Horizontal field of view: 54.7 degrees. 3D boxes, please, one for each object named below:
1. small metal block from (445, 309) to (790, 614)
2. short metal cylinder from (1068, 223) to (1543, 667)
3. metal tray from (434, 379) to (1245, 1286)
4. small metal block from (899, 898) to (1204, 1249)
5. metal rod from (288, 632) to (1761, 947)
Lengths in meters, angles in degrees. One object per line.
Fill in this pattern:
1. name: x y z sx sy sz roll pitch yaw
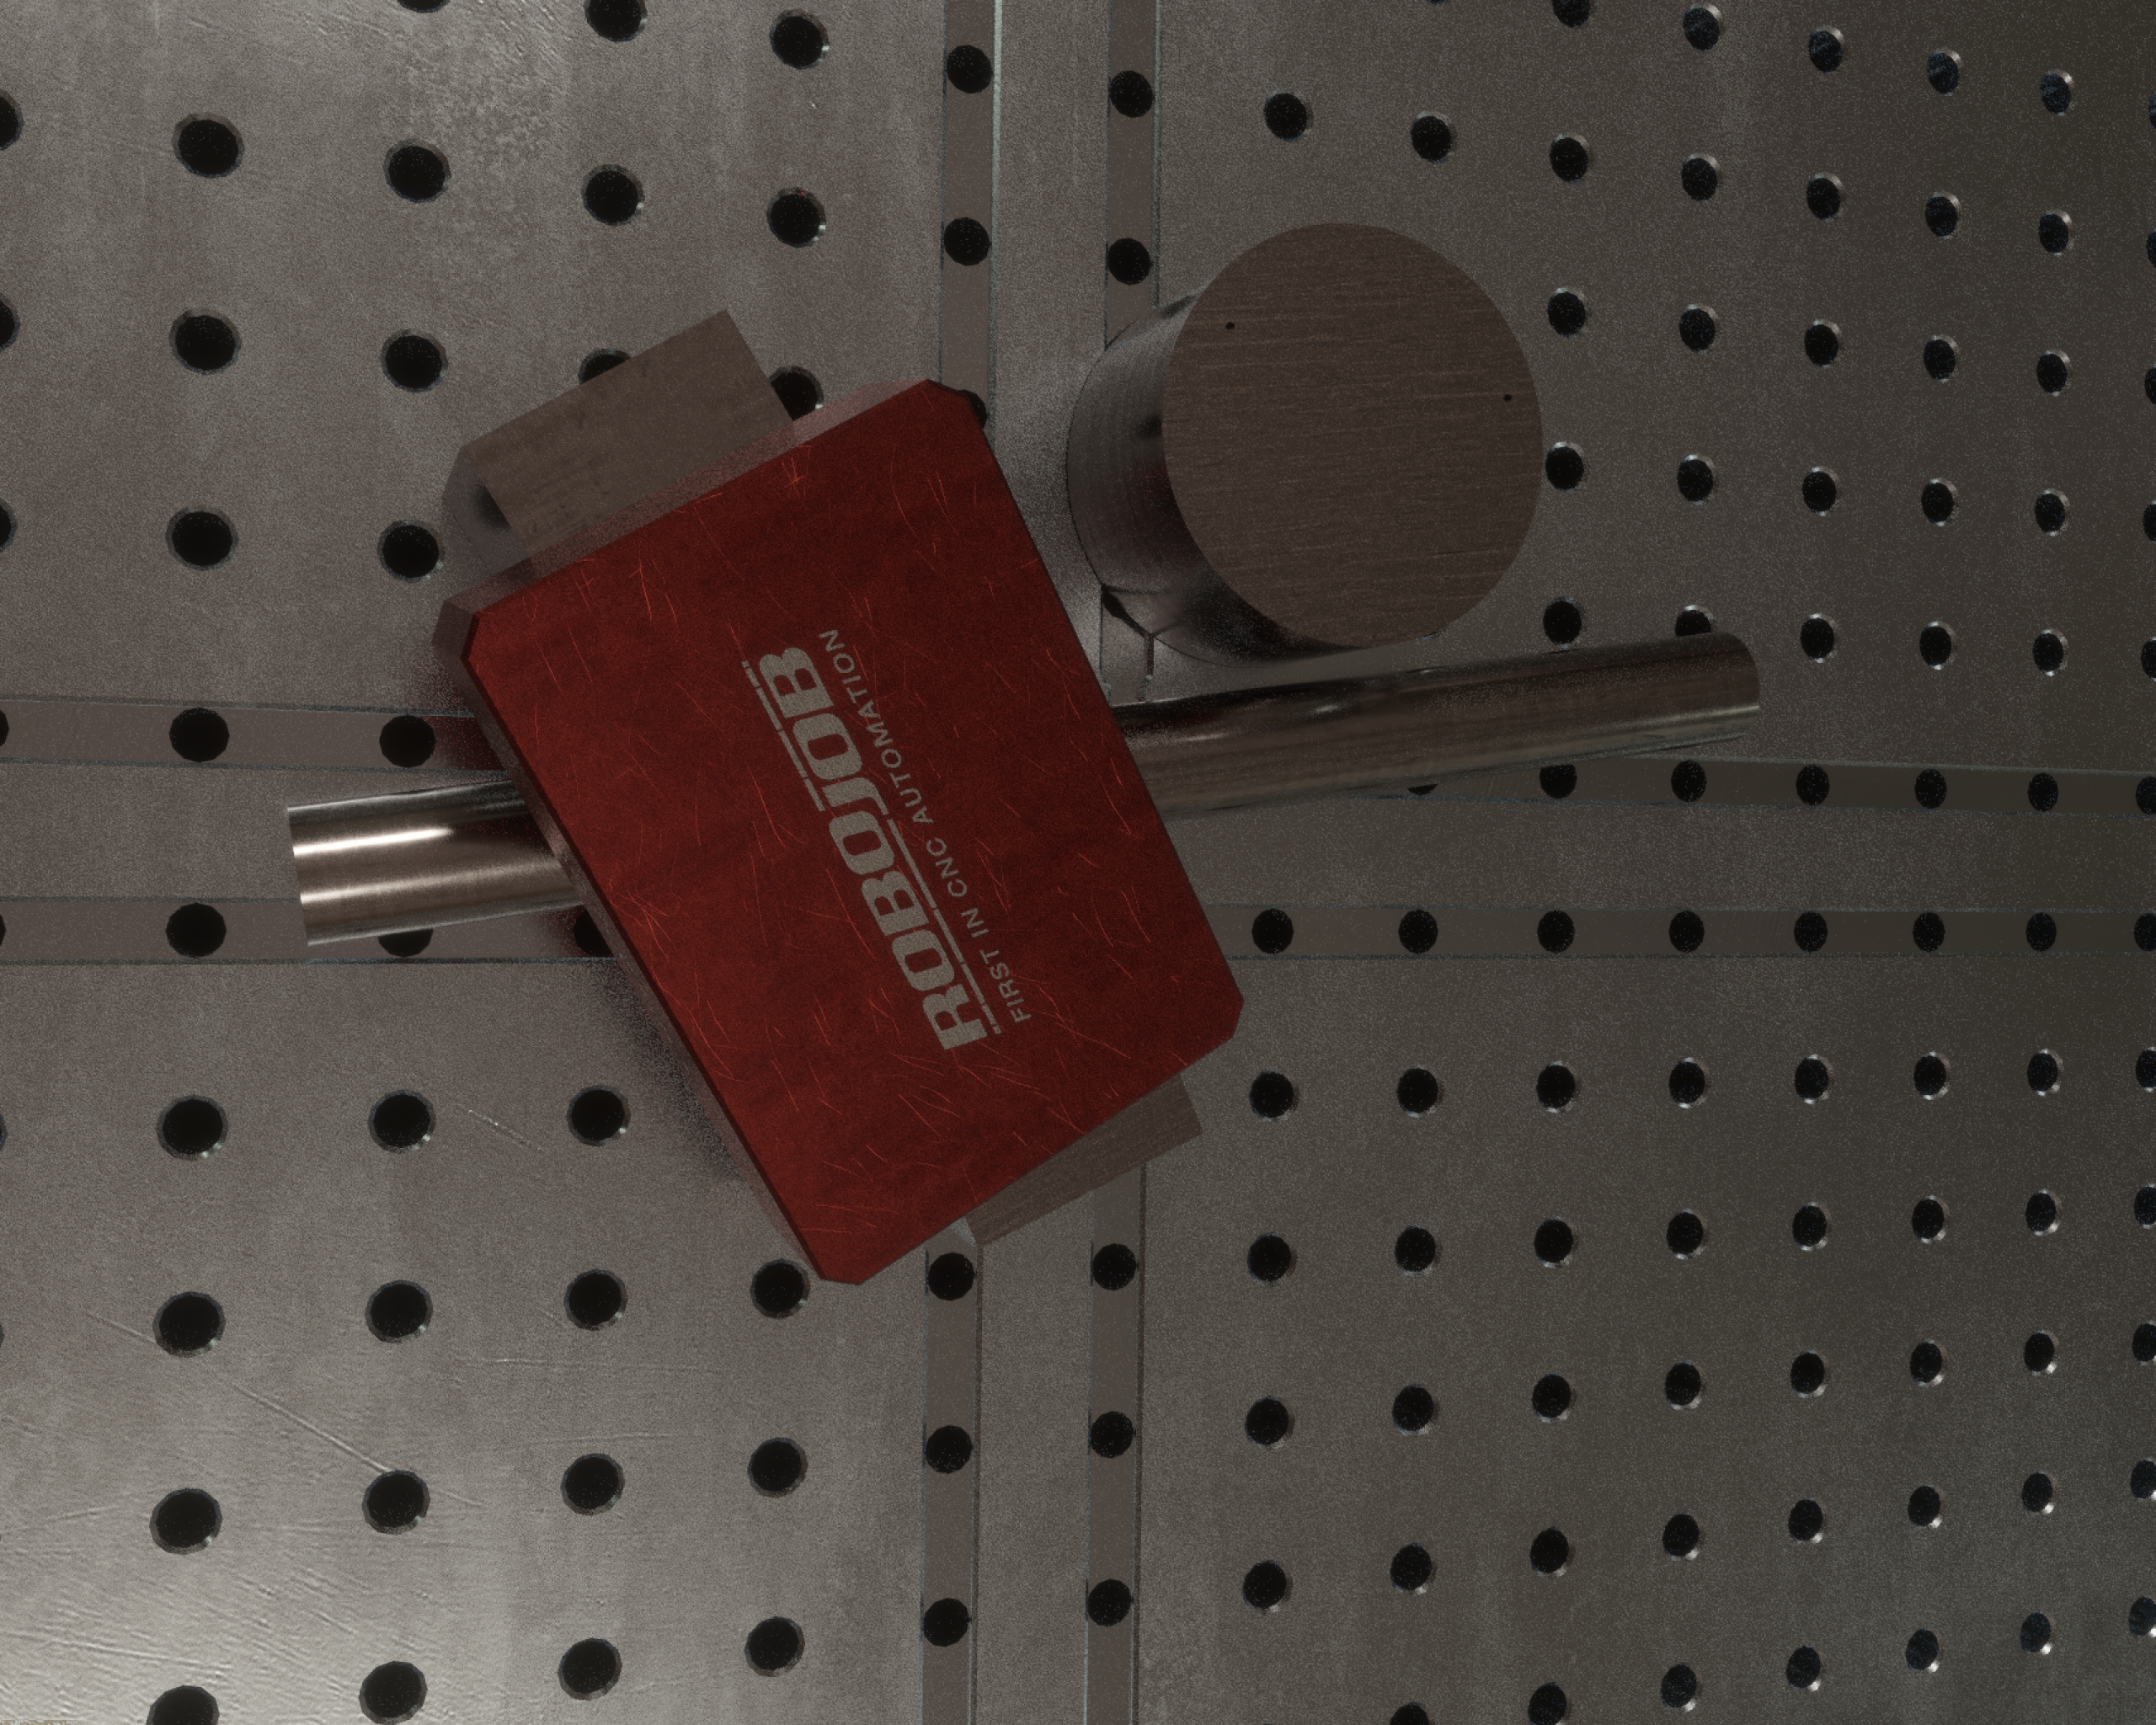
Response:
1. small metal block: -0.082 -0.070 0.369 0.050 0.050 0.025 -33 101 -17
2. short metal cylinder: 0.044 -0.081 0.416 0.081 0.050 0.079 0 90 -21
3. metal tray: -0.037 -0.005 0.356 0.091 0.030 0.129 -32 112 -17
4. small metal block: -0.011 0.040 0.408 0.050 0.025 0.050 -25 99 -19
5. metal rod: 0.005 -0.019 0.415 0.303 0.025 0.025 -8 93 -20
